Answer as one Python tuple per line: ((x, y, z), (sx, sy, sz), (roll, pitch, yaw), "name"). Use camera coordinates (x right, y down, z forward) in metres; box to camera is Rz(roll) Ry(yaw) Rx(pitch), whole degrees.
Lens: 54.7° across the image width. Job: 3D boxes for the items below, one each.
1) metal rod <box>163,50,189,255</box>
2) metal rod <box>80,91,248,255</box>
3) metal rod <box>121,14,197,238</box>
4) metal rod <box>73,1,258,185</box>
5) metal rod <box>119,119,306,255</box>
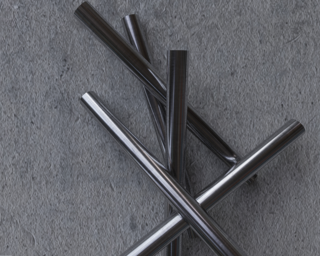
((0.018, 0.058, 0.381), (0.025, 0.025, 0.298), (1, 101, 0), "metal rod")
((0.003, 0.061, 0.360), (0.025, 0.025, 0.300), (-45, 70, 0), "metal rod")
((0.004, -0.002, 0.409), (0.025, 0.025, 0.298), (-17, 90, 0), "metal rod")
((0.013, -0.037, 0.388), (0.300, 0.025, 0.025), (44, 90, -9), "metal rod")
((0.056, 0.087, 0.372), (0.301, 0.025, 0.025), (-36, 90, -9), "metal rod")
